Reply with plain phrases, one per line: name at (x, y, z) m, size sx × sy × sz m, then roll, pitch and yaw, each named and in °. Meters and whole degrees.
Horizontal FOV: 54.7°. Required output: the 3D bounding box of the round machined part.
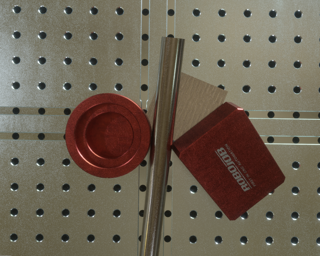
round machined part at (-0.059, 0.009, 0.374) m, size 0.099 × 0.042 × 0.097 m, roll 0°, pitch 91°, yaw 3°

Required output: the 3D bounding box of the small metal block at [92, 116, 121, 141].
small metal block at (-0.073, -0.007, 0.410) m, size 0.050 × 0.025 × 0.050 m, roll -22°, pitch 90°, yaw 0°

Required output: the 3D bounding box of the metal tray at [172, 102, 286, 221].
metal tray at (0.087, 0.044, 0.383) m, size 0.090 × 0.030 × 0.130 m, roll -38°, pitch 115°, yaw 0°

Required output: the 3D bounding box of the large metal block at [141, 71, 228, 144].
large metal block at (0.030, -0.023, 0.398) m, size 0.080 × 0.050 × 0.080 m, roll 23°, pitch 90°, yaw 0°

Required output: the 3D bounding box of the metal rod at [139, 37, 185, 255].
metal rod at (-0.001, 0.046, 0.370) m, size 0.025 × 0.025 × 0.298 m, roll 6°, pitch 106°, yaw 0°
